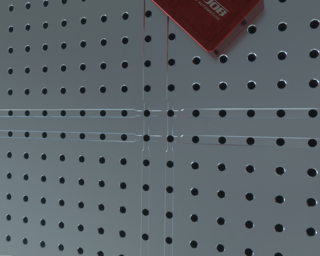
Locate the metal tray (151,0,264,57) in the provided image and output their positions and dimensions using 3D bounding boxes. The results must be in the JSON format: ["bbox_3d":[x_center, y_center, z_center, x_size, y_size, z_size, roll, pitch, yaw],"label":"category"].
[{"bbox_3d":[0.052,-0.166,0.391,0.090,0.030,0.130,-46,76,14],"label":"metal tray"}]
